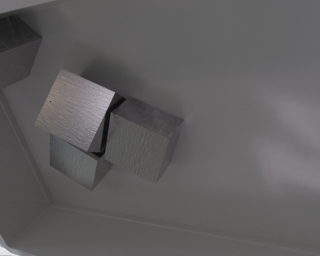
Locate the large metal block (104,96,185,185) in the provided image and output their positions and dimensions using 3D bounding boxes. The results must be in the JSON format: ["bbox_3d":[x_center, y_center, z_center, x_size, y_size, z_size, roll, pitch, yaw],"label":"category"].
[{"bbox_3d":[-0.022,0.016,0.414,0.080,0.050,0.079,25,127,13],"label":"large metal block"}]

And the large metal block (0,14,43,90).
[{"bbox_3d":[-0.220,-0.101,0.427,0.050,0.080,0.080,41,129,0],"label":"large metal block"}]

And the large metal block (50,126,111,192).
[{"bbox_3d":[-0.118,0.038,0.473,0.080,0.050,0.079,30,135,9],"label":"large metal block"}]

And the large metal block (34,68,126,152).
[{"bbox_3d":[-0.102,-0.021,0.408,0.080,0.050,0.080,25,90,13],"label":"large metal block"}]
